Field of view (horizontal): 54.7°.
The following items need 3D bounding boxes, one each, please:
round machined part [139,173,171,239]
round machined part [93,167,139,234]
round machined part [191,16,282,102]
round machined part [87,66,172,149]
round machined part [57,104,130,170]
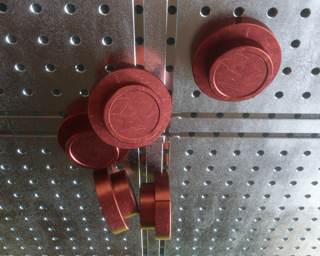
[{"bbox_3d":[-0.008,0.115,0.461,0.042,0.098,0.097,-1,130,-1],"label":"round machined part"},{"bbox_3d":[-0.060,0.099,0.450,0.042,0.098,0.097,-19,130,-5],"label":"round machined part"},{"bbox_3d":[0.085,-0.068,0.344,0.099,0.042,0.097,-1,130,0],"label":"round machined part"},{"bbox_3d":[-0.033,-0.020,0.358,0.099,0.042,0.097,-5,110,-15],"label":"round machined part"},{"bbox_3d":[-0.087,0.018,0.415,0.099,0.042,0.097,-1,130,0],"label":"round machined part"}]
